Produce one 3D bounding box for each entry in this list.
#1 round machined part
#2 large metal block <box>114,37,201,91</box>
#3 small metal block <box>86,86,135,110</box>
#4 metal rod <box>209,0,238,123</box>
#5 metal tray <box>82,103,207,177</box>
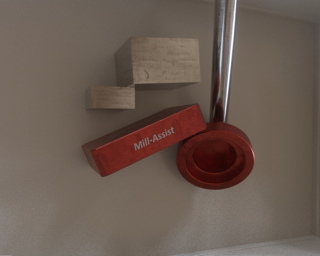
[{"bbox_3d":[0.072,0.032,0.412,0.099,0.042,0.097,3,123,4],"label":"round machined part"},{"bbox_3d":[-0.006,-0.075,0.380,0.081,0.080,0.050,-5,92,-20],"label":"large metal block"},{"bbox_3d":[-0.061,-0.035,0.375,0.050,0.050,0.025,0,91,-20],"label":"small metal block"},{"bbox_3d":[0.075,-0.103,0.362,0.025,0.025,0.298,-17,126,-19],"label":"metal rod"},{"bbox_3d":[-0.022,0.011,0.368,0.131,0.090,0.030,-24,99,-19],"label":"metal tray"}]
